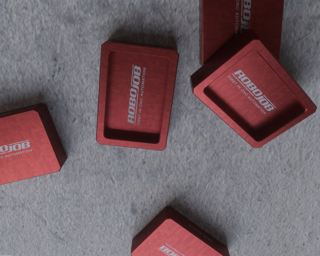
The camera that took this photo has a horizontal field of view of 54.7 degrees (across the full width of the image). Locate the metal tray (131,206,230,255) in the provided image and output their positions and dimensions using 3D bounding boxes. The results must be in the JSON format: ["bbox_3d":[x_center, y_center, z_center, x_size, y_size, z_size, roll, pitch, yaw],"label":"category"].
[{"bbox_3d":[0.032,0.191,0.478,0.130,0.030,0.090,38,105,-14],"label":"metal tray"}]

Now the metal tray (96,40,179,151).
[{"bbox_3d":[-0.030,-0.040,0.391,0.091,0.030,0.129,6,110,-3],"label":"metal tray"}]

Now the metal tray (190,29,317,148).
[{"bbox_3d":[0.111,-0.040,0.369,0.130,0.030,0.090,38,118,-26],"label":"metal tray"}]

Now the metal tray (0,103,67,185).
[{"bbox_3d":[-0.204,0.026,0.414,0.131,0.030,0.089,-13,110,4],"label":"metal tray"}]

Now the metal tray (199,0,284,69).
[{"bbox_3d":[0.093,-0.135,0.359,0.091,0.030,0.129,-3,110,0],"label":"metal tray"}]
